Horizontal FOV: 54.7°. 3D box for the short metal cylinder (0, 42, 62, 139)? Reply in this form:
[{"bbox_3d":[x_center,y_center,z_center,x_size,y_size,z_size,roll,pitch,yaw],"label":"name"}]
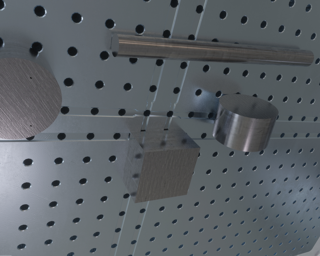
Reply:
[{"bbox_3d":[-0.140,-0.036,0.296,0.081,0.050,0.079,-14,124,-21],"label":"short metal cylinder"}]

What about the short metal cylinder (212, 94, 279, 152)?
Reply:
[{"bbox_3d":[0.118,-0.009,0.435,0.081,0.080,0.050,-7,122,-25],"label":"short metal cylinder"}]

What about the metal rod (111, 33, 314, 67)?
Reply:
[{"bbox_3d":[0.087,-0.097,0.398,0.303,0.025,0.025,-4,120,-27],"label":"metal rod"}]

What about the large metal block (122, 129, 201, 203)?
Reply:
[{"bbox_3d":[0.000,0.050,0.426,0.081,0.050,0.079,-2,120,-27],"label":"large metal block"}]
